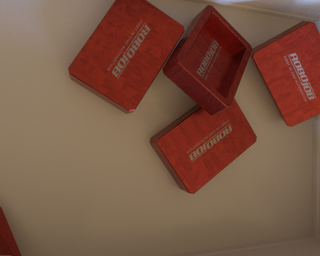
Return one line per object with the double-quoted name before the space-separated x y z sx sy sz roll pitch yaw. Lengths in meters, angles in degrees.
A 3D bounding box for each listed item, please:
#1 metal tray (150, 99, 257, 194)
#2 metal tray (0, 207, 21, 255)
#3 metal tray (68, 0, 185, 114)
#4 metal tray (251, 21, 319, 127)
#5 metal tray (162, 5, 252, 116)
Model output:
"metal tray" 0.063 0.017 0.433 0.131 0.030 0.090 -36 102 -17
"metal tray" -0.187 0.128 0.277 0.030 0.130 0.090 -29 82 13
"metal tray" -0.040 -0.094 0.387 0.090 0.030 0.130 33 79 -9
"metal tray" 0.202 -0.077 0.456 0.090 0.030 0.130 -28 106 16
"metal tray" 0.067 -0.091 0.407 0.090 0.030 0.130 40 54 -16
